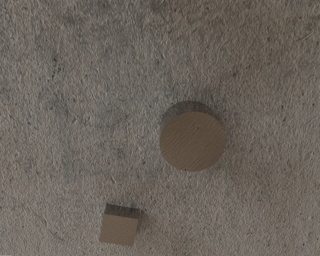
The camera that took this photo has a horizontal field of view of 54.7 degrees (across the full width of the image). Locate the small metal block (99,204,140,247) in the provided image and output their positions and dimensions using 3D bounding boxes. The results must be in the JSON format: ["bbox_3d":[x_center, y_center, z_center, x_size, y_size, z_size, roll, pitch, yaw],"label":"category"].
[{"bbox_3d":[-0.060,0.145,0.463,0.050,0.025,0.050,11,110,-5],"label":"small metal block"}]

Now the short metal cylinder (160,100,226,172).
[{"bbox_3d":[0.040,0.009,0.401,0.081,0.050,0.079,0,110,-1],"label":"short metal cylinder"}]
